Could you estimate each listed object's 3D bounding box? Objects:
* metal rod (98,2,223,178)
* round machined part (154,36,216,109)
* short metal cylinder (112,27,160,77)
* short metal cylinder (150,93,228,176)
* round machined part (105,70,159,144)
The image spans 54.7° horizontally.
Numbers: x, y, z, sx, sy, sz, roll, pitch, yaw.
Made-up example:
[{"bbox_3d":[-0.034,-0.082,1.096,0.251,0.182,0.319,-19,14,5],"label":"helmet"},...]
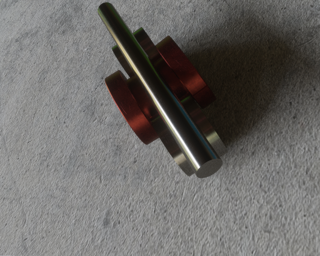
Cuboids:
[{"bbox_3d":[-0.018,-0.067,0.353,0.025,0.025,0.300,-34,52,5],"label":"metal rod"},{"bbox_3d":[0.024,-0.062,0.383,0.042,0.098,0.098,-37,51,9],"label":"round machined part"},{"bbox_3d":[-0.024,-0.094,0.438,0.050,0.080,0.080,-34,52,6],"label":"short metal cylinder"},{"bbox_3d":[0.032,0.007,0.347,0.050,0.080,0.080,-34,52,6],"label":"short metal cylinder"},{"bbox_3d":[-0.024,-0.031,0.387,0.042,0.098,0.098,-32,52,3],"label":"round machined part"}]
